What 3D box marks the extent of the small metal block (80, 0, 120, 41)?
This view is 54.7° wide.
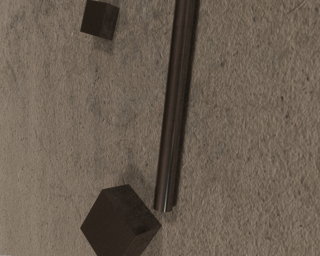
[{"bbox_3d":[-0.094,-0.167,0.480,0.050,0.025,0.050,26,106,36],"label":"small metal block"}]

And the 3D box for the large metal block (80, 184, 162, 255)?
[{"bbox_3d":[-0.057,0.139,0.433,0.080,0.050,0.080,45,117,30],"label":"large metal block"}]

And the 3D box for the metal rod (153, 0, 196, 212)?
[{"bbox_3d":[0.019,-0.043,0.387,0.025,0.025,0.298,10,96,39],"label":"metal rod"}]
